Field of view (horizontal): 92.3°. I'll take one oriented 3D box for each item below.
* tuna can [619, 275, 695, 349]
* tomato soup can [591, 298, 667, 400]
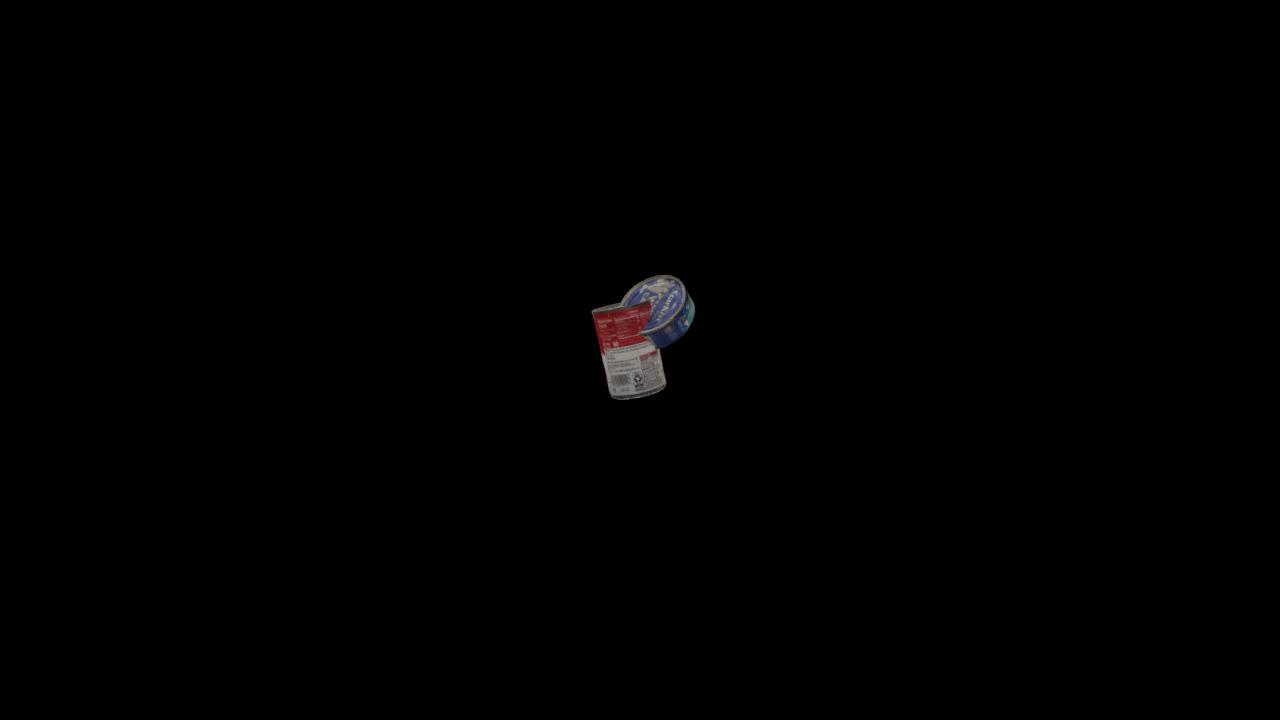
[{"bbox_3d":[0.018,-0.053,0.687,0.084,0.084,0.034,0,-36,33],"label":"tuna can"},{"bbox_3d":[-0.011,-0.013,0.690,0.068,0.101,0.068,-12,10,2],"label":"tomato soup can"}]
